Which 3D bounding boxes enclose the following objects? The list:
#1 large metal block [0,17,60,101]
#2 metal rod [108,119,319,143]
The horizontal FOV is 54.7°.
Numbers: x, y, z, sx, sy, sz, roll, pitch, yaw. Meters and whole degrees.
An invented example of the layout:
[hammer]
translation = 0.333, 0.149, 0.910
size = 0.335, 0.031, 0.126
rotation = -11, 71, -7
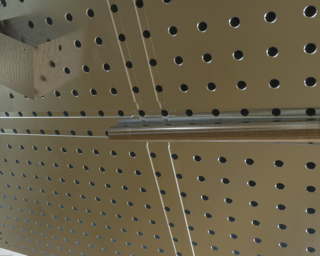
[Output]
[large metal block]
translation = -0.190, -0.097, 0.433
size = 0.080, 0.050, 0.079
rotation = 25, 127, 12
[metal rod]
translation = 0.065, 0.005, 0.379
size = 0.300, 0.025, 0.025
rotation = -1, 118, 28
